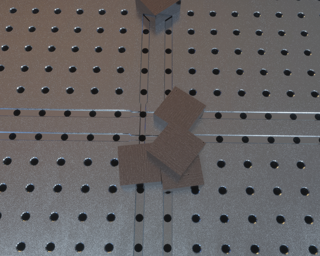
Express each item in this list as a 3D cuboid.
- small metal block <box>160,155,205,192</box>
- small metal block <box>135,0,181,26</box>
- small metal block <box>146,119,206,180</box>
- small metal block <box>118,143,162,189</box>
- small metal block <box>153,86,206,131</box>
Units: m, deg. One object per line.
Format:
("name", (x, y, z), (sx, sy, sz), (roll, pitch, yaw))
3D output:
("small metal block", (0.025, 0.052, 0.393), (0.050, 0.025, 0.050), (-7, 70, -4))
("small metal block", (-0.003, -0.196, 0.483), (0.050, 0.025, 0.050), (-37, 74, -13))
("small metal block", (0.019, 0.026, 0.376), (0.050, 0.025, 0.050), (36, 74, 12))
("small metal block", (-0.026, 0.048, 0.394), (0.050, 0.025, 0.050), (-6, 70, -2))
("small metal block", (0.026, -0.020, 0.419), (0.050, 0.025, 0.050), (34, 73, 11))
